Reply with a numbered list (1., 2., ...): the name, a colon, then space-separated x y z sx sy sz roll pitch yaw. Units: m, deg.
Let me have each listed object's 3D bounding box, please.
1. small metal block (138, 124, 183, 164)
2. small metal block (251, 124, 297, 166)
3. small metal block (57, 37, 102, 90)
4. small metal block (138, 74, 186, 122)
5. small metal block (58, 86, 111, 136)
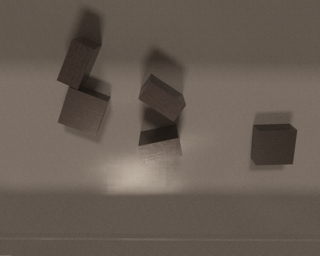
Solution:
1. small metal block: 0.001 0.020 0.405 0.050 0.050 0.025 -12 110 4
2. small metal block: 0.154 0.022 0.422 0.050 0.025 0.050 -2 110 0
3. small metal block: -0.095 -0.078 0.368 0.025 0.050 0.050 25 108 -9
4. small metal block: 0.003 -0.039 0.384 0.050 0.050 0.025 32 107 -12
5. small metal block: -0.098 -0.024 0.401 0.050 0.025 0.050 21 109 -8
